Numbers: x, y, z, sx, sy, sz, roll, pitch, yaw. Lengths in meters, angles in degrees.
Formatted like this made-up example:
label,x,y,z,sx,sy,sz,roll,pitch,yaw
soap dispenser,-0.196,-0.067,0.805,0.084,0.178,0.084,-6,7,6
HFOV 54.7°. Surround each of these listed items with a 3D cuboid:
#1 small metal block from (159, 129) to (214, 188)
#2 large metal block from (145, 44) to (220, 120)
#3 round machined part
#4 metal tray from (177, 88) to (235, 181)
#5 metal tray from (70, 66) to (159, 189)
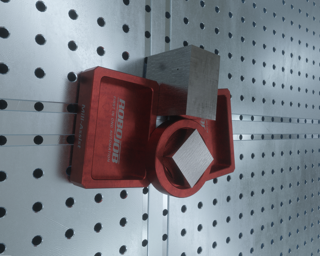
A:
label,x,y,z,sx,sy,sz,roll,pitch,yaw
small metal block,0.033,0.036,0.377,0.050,0.025,0.050,-47,118,-30
large metal block,0.025,-0.052,0.390,0.050,0.080,0.080,8,85,-40
round machined part,0.019,0.037,0.397,0.099,0.042,0.097,0,90,-40
metal tray,0.068,0.009,0.458,0.091,0.030,0.129,-9,96,-40
metal tray,-0.049,0.003,0.359,0.091,0.030,0.129,8,85,-40
